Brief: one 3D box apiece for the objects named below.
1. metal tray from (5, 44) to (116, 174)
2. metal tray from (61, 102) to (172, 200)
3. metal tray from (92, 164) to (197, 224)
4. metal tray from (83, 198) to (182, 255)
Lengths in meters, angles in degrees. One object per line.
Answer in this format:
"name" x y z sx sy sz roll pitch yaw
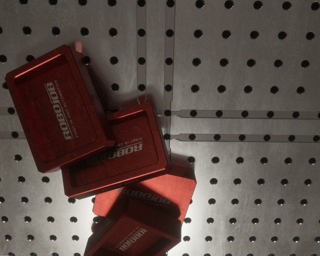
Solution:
"metal tray" -0.120 -0.022 0.371 0.090 0.030 0.129 -24 82 8
"metal tray" -0.059 0.029 0.393 0.131 0.030 0.090 -17 69 5
"metal tray" -0.023 0.092 0.444 0.131 0.030 0.089 13 110 -6
"metal tray" -0.041 0.160 0.443 0.090 0.030 0.129 28 126 -17
